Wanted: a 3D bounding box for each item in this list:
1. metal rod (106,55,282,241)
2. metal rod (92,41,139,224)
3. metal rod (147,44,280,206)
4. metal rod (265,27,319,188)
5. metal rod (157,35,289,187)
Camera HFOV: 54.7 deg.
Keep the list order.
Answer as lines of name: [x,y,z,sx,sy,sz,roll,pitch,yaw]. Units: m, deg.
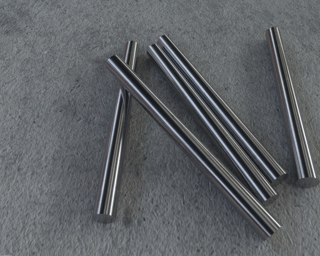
metal rod: [0.024,0.006,0.379,0.025,0.025,0.300,-30,62,-23]
metal rod: [-0.053,-0.020,0.419,0.025,0.025,0.300,2,50,1]
metal rod: [0.054,-0.024,0.423,0.025,0.025,0.300,-20,53,-16]
metal rod: [0.183,-0.052,0.447,0.025,0.025,0.300,5,50,4]
metal rod: [0.071,-0.044,0.440,0.025,0.025,0.300,-20,53,-16]
